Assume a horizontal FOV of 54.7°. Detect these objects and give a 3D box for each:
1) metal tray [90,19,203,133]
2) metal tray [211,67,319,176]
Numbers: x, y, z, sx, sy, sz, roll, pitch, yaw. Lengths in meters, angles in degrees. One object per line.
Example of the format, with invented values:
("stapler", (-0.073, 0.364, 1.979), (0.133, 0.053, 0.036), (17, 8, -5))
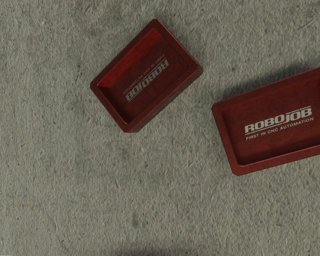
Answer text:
("metal tray", (-0.020, -0.066, 0.413), (0.130, 0.030, 0.090), (-42, 77, 15))
("metal tray", (0.136, -0.005, 0.358), (0.130, 0.030, 0.090), (-19, 84, 18))
